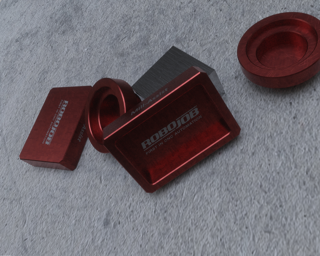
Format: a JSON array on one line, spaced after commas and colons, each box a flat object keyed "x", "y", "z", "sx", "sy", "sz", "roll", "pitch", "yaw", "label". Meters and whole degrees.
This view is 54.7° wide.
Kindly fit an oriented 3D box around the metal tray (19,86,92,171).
[{"x": -0.152, "y": -0.003, "z": 0.480, "sx": 0.090, "sy": 0.030, "sz": 0.130, "roll": 2, "pitch": 62, "yaw": 28, "label": "metal tray"}]

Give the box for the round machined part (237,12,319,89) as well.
[{"x": 0.146, "y": -0.087, "z": 0.370, "sx": 0.098, "sy": 0.042, "sz": 0.098, "roll": -13, "pitch": 56, "yaw": 20, "label": "round machined part"}]

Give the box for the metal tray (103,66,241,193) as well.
[{"x": 0.013, "y": 0.004, "z": 0.349, "sx": 0.130, "sy": 0.090, "sz": 0.030, "roll": -35, "pitch": 25, "yaw": 5, "label": "metal tray"}]

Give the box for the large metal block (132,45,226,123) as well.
[{"x": 0.023, "y": -0.049, "z": 0.405, "sx": 0.080, "sy": 0.050, "sz": 0.080, "roll": -45, "pitch": 51, "yaw": -4, "label": "large metal block"}]

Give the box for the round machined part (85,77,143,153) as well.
[{"x": -0.057, "y": -0.016, "z": 0.412, "sx": 0.098, "sy": 0.042, "sz": 0.097, "roll": 0, "pitch": 90, "yaw": 48, "label": "round machined part"}]
